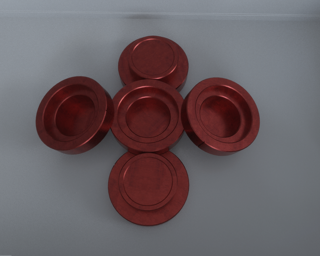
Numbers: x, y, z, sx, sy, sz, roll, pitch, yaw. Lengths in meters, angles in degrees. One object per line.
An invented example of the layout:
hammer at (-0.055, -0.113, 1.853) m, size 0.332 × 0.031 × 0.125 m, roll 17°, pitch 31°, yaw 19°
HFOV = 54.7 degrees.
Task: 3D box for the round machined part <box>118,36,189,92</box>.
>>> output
round machined part at (-0.009, -0.088, 0.431) m, size 0.099 × 0.042 × 0.098 m, roll 0°, pitch 70°, yaw 0°

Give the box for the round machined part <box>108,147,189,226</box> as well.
round machined part at (-0.014, 0.067, 0.374) m, size 0.099 × 0.042 × 0.098 m, roll 0°, pitch 70°, yaw 0°

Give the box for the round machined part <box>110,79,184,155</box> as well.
round machined part at (-0.015, -0.011, 0.402) m, size 0.099 × 0.042 × 0.098 m, roll 0°, pitch 70°, yaw 0°

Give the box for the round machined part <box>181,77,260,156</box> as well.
round machined part at (0.072, -0.011, 0.394) m, size 0.099 × 0.042 × 0.098 m, roll 6°, pitch 69°, yaw -16°

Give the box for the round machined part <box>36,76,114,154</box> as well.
round machined part at (-0.103, -0.013, 0.394) m, size 0.098 × 0.042 × 0.098 m, roll -6°, pitch 69°, yaw 16°
